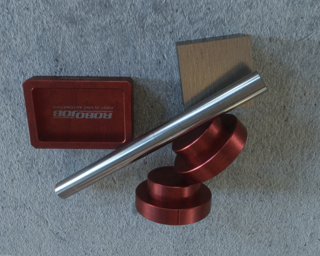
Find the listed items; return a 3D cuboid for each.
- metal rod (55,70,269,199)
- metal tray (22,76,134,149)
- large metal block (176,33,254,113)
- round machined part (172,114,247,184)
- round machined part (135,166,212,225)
[{"bbox_3d":[-0.015,0.019,0.376,0.300,0.025,0.025,-29,108,22],"label":"metal rod"},{"bbox_3d":[-0.100,-0.020,0.398,0.131,0.030,0.089,0,110,-1],"label":"metal tray"},{"bbox_3d":[0.064,-0.066,0.373,0.080,0.050,0.079,-7,110,2],"label":"large metal block"},{"bbox_3d":[0.053,0.017,0.378,0.098,0.098,0.042,-41,105,13],"label":"round machined part"},{"bbox_3d":[0.018,0.081,0.401,0.099,0.098,0.042,2,105,-1],"label":"round machined part"}]
